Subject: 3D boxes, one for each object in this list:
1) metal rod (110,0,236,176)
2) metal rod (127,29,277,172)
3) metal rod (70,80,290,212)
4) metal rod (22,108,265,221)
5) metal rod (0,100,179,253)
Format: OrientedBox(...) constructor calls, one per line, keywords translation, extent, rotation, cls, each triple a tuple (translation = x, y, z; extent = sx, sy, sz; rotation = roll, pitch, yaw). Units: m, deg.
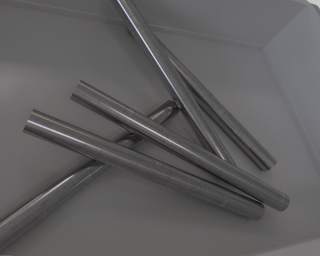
OrientedBox(translation=(0.017, -0.063, 0.415), extent=(0.025, 0.025, 0.299), rotation=(-34, 92, -38), cls="metal rod")
OrientedBox(translation=(0.061, -0.052, 0.469), extent=(0.300, 0.025, 0.025), rotation=(47, 51, 4), cls="metal rod")
OrientedBox(translation=(0.035, 0.029, 0.377), extent=(0.301, 0.025, 0.025), rotation=(29, 52, -14), cls="metal rod")
OrientedBox(translation=(0.001, 0.051, 0.351), extent=(0.302, 0.025, 0.025), rotation=(25, 53, -22), cls="metal rod")
OrientedBox(translation=(-0.077, 0.045, 0.336), extent=(0.025, 0.025, 0.302), rotation=(48, 51, 5), cls="metal rod")
